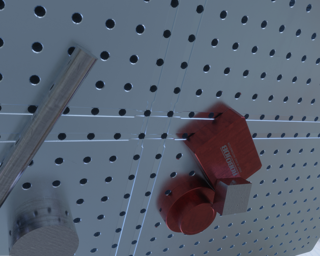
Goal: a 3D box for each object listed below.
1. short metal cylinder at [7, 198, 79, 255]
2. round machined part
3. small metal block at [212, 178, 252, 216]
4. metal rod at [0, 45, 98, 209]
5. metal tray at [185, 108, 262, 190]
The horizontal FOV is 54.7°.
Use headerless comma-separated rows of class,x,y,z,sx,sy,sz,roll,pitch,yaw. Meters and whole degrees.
short metal cylinder,-0.150,0.137,0.398,0.081,0.050,0.079,-14,124,-21
round machined part,0.055,0.138,0.515,0.099,0.042,0.097,-14,124,-21
small metal block,0.115,0.108,0.493,0.050,0.025,0.050,2,103,-30
metal rod,-0.162,0.040,0.347,0.025,0.025,0.299,28,103,-38
metal tray,0.105,0.043,0.492,0.090,0.030,0.130,-36,129,-5
